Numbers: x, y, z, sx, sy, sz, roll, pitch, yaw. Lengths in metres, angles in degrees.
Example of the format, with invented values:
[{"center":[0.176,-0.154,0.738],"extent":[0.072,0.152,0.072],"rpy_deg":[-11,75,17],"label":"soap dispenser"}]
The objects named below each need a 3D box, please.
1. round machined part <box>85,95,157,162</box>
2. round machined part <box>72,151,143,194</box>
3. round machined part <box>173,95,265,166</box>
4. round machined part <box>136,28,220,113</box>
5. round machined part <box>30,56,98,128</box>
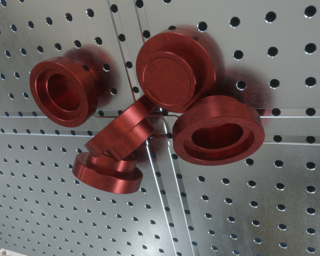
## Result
[{"center":[-0.043,0.005,0.388],"extent":[0.098,0.098,0.042],"rpy_deg":[-35,99,38],"label":"round machined part"},{"center":[-0.070,0.052,0.440],"extent":[0.098,0.098,0.042],"rpy_deg":[21,98,15],"label":"round machined part"},{"center":[0.063,0.000,0.347],"extent":[0.099,0.042,0.097],"rpy_deg":[-2,144,-1],"label":"round machined part"},{"center":[0.015,-0.060,0.354],"extent":[0.098,0.042,0.097],"rpy_deg":[13,124,20],"label":"round machined part"},{"center":[-0.128,-0.053,0.433],"extent":[0.098,0.042,0.097],"rpy_deg":[13,124,20],"label":"round machined part"}]
